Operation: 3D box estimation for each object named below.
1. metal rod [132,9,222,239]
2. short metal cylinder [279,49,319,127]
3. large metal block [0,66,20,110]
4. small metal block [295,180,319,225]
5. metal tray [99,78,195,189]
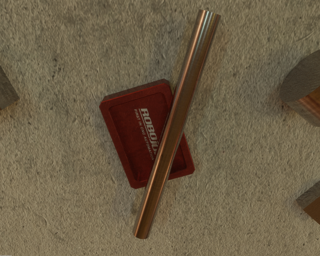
[{"bbox_3d":[0.014,0.011,0.381,0.025,0.025,0.298,15,109,-6],"label":"metal rod"},{"bbox_3d":[0.191,-0.048,0.366,0.050,0.080,0.080,36,106,-13],"label":"short metal cylinder"},{"bbox_3d":[-0.236,-0.050,0.375,0.080,0.050,0.080,-21,109,7],"label":"large metal block"},{"bbox_3d":[0.240,0.111,0.454,0.050,0.025,0.050,41,105,-14],"label":"small metal block"},{"bbox_3d":[-0.014,0.010,0.410,0.090,0.030,0.129,-16,110,5],"label":"metal tray"}]
